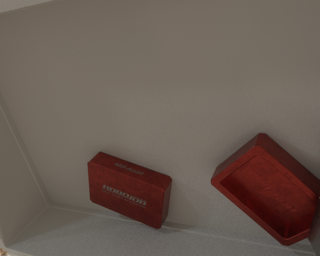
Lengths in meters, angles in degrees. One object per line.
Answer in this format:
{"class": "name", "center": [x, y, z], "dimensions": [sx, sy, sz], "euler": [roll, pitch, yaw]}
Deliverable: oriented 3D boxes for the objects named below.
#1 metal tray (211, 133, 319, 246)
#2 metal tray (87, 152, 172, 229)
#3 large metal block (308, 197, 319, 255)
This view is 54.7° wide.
{"class": "metal tray", "center": [0.140, 0.078, 0.379], "dimensions": [0.130, 0.030, 0.090], "euler": [41, 129, 0]}
{"class": "metal tray", "center": [-0.050, 0.098, 0.491], "dimensions": [0.130, 0.030, 0.089], "euler": [17, 125, 17]}
{"class": "large metal block", "center": [0.191, 0.119, 0.300], "dimensions": [0.050, 0.080, 0.080], "euler": [-11, 131, 3]}
